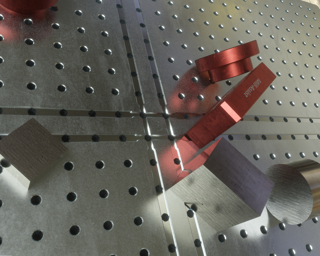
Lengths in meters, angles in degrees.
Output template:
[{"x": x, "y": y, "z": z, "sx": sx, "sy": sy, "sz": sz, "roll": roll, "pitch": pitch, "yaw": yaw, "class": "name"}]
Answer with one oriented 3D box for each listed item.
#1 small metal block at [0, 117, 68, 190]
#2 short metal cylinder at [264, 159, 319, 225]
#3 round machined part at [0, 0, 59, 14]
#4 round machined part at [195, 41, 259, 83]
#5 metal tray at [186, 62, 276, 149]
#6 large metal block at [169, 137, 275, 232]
[{"x": -0.134, "y": 0.026, "z": 0.320, "sx": 0.050, "sy": 0.025, "sz": 0.050, "roll": 42, "pitch": 51, "yaw": 1, "class": "small metal block"}, {"x": 0.186, "y": 0.085, "z": 0.421, "sx": 0.050, "sy": 0.080, "sz": 0.080, "roll": -6, "pitch": 65, "yaw": -31, "class": "short metal cylinder"}, {"x": -0.184, "y": -0.194, "z": 0.416, "sx": 0.099, "sy": 0.042, "sz": 0.098, "roll": 14, "pitch": 56, "yaw": -21, "class": "round machined part"}, {"x": 0.108, "y": -0.102, "z": 0.488, "sx": 0.099, "sy": 0.098, "sz": 0.042, "roll": -25, "pitch": 102, "yaw": -37, "class": "round machined part"}, {"x": 0.102, "y": -0.033, "z": 0.440, "sx": 0.030, "sy": 0.090, "sz": 0.131, "roll": 47, "pitch": 51, "yaw": 2, "class": "metal tray"}, {"x": 0.071, "y": 0.069, "z": 0.369, "sx": 0.080, "sy": 0.080, "sz": 0.050, "roll": 42, "pitch": 51, "yaw": 0, "class": "large metal block"}]
